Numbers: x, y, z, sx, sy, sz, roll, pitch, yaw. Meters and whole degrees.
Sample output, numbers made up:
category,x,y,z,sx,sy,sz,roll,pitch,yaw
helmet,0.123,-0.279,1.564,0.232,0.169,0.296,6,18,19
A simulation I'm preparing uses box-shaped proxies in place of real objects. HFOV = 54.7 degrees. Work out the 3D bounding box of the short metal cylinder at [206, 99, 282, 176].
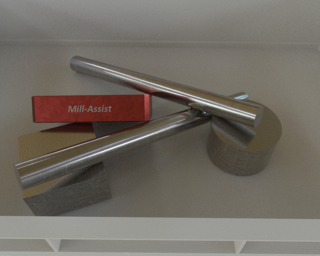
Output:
category,x,y,z,sx,sy,sz,roll,pitch,yaw
short metal cylinder,0.100,0.011,0.378,0.081,0.050,0.080,0,50,0

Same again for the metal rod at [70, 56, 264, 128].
category,x,y,z,sx,sy,sz,roll,pitch,yaw
metal rod,-0.013,-0.057,0.413,0.300,0.025,0.025,21,52,31

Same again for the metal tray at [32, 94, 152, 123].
category,x,y,z,sx,sy,sz,roll,pitch,yaw
metal tray,-0.077,-0.026,0.385,0.131,0.030,0.090,-1,6,1

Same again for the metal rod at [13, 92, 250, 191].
category,x,y,z,sx,sy,sz,roll,pitch,yaw
metal rod,-0.004,0.002,0.353,0.302,0.025,0.025,-19,52,-33

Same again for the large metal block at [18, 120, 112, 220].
category,x,y,z,sx,sy,sz,roll,pitch,yaw
large metal block,-0.105,0.044,0.345,0.081,0.050,0.080,-15,52,-13
